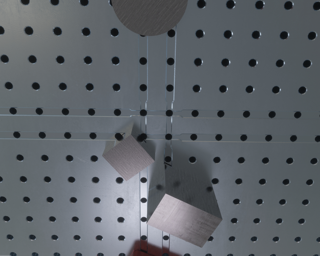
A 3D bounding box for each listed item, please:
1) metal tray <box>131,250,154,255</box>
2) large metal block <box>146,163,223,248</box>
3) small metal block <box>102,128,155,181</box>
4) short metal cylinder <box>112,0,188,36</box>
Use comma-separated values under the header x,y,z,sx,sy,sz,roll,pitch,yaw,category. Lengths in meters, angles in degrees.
x,y,z,sx,sy,sz,roll,pitch,yaw,category
-0.027,0.272,0.510,0.090,0.030,0.129,24,108,-9,metal tray
0.030,0.103,0.422,0.080,0.080,0.050,27,108,-10,large metal block
-0.042,0.037,0.427,0.050,0.025,0.050,-36,106,12,small metal block
-0.011,-0.146,0.346,0.081,0.050,0.079,0,110,0,short metal cylinder
